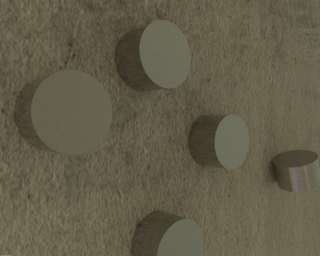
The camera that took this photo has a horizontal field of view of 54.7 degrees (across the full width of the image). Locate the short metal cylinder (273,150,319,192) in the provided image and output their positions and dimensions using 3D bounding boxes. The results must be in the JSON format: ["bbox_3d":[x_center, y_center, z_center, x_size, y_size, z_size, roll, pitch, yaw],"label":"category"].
[{"bbox_3d":[0.262,0.080,0.593,0.081,0.080,0.050,-26,107,-37],"label":"short metal cylinder"}]

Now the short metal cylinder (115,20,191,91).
[{"bbox_3d":[-0.008,-0.087,0.384,0.081,0.050,0.079,0,90,-40],"label":"short metal cylinder"}]

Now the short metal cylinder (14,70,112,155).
[{"bbox_3d":[-0.096,-0.015,0.309,0.081,0.050,0.079,0,90,-40],"label":"short metal cylinder"}]

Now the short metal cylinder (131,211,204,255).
[{"bbox_3d":[0.011,0.152,0.400,0.081,0.050,0.079,0,90,-40],"label":"short metal cylinder"}]

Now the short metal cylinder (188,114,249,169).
[{"bbox_3d":[0.089,0.020,0.466,0.081,0.050,0.079,0,90,-40],"label":"short metal cylinder"}]
